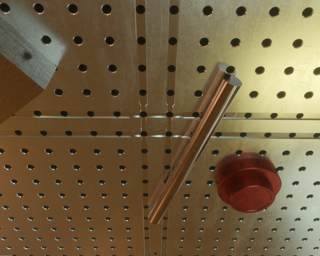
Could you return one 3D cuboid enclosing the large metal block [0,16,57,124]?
[{"bbox_3d":[-0.178,-0.062,0.341,0.080,0.050,0.080,-30,124,23],"label":"large metal block"}]

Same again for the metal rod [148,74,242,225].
[{"bbox_3d":[0.038,0.051,0.455,0.025,0.025,0.298,14,129,-12],"label":"metal rod"}]

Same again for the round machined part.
[{"bbox_3d":[0.140,0.096,0.483,0.099,0.042,0.097,0,130,0],"label":"round machined part"}]
